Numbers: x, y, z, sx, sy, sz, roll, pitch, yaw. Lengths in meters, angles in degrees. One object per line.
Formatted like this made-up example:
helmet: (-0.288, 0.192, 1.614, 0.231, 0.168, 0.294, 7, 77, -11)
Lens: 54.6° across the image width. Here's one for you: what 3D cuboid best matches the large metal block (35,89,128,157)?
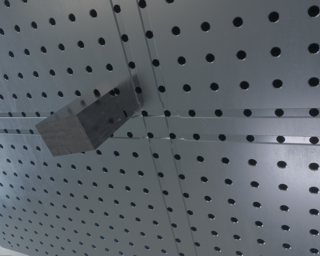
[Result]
large metal block: (-0.106, -0.007, 0.428, 0.080, 0.080, 0.050, -11, 113, 33)
